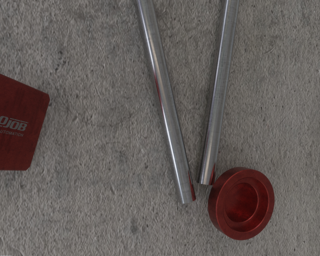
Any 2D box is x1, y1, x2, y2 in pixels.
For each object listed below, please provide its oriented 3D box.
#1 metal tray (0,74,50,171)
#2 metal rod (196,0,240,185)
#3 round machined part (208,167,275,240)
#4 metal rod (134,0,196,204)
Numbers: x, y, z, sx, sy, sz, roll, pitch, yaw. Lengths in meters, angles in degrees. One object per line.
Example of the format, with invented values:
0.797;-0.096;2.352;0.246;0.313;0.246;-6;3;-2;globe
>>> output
-0.166;-0.007;0.295;0.030;0.130;0.090;13;85;15;metal tray
0.085;-0.070;0.440;0.025;0.025;0.298;10;87;-20;metal rod
0.109;0.103;0.438;0.099;0.042;0.097;-2;94;-23;round machined part
0.005;-0.047;0.410;0.025;0.025;0.298;-14;95;-20;metal rod
